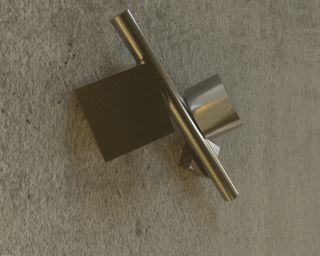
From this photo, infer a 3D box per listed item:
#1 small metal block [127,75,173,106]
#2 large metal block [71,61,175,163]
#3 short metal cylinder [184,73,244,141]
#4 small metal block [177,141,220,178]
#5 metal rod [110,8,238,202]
[{"bbox_3d":[-0.014,-0.049,0.396,0.050,0.025,0.050,16,80,-39],"label":"small metal block"},{"bbox_3d":[-0.040,-0.021,0.336,0.081,0.050,0.080,-24,107,-13],"label":"large metal block"},{"bbox_3d":[0.075,-0.029,0.429,0.080,0.050,0.080,56,18,-27],"label":"short metal cylinder"},{"bbox_3d":[0.058,0.042,0.458,0.050,0.025,0.050,31,71,-36],"label":"small metal block"},{"bbox_3d":[0.031,-0.012,0.402,0.025,0.025,0.299,-49,119,-29],"label":"metal rod"}]
